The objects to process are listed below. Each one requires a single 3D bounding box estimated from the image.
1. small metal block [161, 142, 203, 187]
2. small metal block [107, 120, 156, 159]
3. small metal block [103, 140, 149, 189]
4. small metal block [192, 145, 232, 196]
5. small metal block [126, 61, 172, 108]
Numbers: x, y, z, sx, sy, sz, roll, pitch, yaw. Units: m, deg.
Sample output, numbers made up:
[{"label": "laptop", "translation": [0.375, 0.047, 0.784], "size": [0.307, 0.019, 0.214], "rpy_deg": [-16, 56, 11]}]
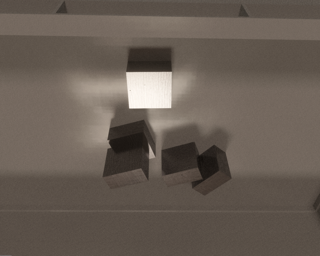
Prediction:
[{"label": "small metal block", "translation": [0.030, 0.051, 0.437], "size": [0.050, 0.050, 0.025], "rpy_deg": [-15, 129, 12]}, {"label": "small metal block", "translation": [-0.038, 0.021, 0.426], "size": [0.050, 0.025, 0.050], "rpy_deg": [-14, 129, 11]}, {"label": "small metal block", "translation": [-0.042, 0.047, 0.399], "size": [0.050, 0.050, 0.025], "rpy_deg": [-14, 129, 11]}, {"label": "small metal block", "translation": [0.071, 0.061, 0.446], "size": [0.025, 0.050, 0.050], "rpy_deg": [34, 122, -26]}, {"label": "small metal block", "translation": [-0.012, -0.051, 0.366], "size": [0.050, 0.025, 0.050], "rpy_deg": [-1, 130, 0]}]
